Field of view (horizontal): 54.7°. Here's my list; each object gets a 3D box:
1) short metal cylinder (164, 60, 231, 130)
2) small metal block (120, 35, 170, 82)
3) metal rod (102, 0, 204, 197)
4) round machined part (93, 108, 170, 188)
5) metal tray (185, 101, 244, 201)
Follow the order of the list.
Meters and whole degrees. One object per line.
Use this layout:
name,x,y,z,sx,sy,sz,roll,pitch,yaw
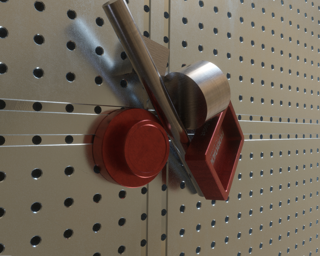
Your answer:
short metal cylinder,0.046,-0.044,0.414,0.050,0.080,0.080,-32,110,-36
small metal block,-0.018,-0.085,0.396,0.050,0.025,0.050,17,79,-39
metal rod,0.010,-0.018,0.398,0.025,0.025,0.299,-47,126,-30
round machined part,-0.027,0.024,0.376,0.099,0.042,0.097,0,90,-40
metal tray,0.085,0.028,0.452,0.090,0.030,0.130,61,40,-31
